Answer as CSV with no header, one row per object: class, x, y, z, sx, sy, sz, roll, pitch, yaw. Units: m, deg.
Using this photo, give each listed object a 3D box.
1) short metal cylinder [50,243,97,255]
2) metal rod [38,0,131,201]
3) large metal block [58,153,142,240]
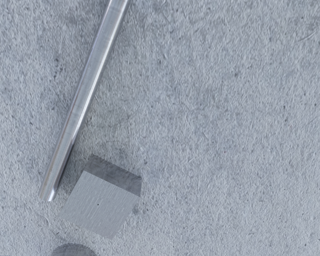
short metal cylinder,-0.139,0.228,0.479,0.081,0.050,0.079,0,110,0
metal rod,-0.101,-0.031,0.397,0.025,0.025,0.298,23,108,-8
large metal block,-0.081,0.095,0.431,0.080,0.050,0.080,28,108,-10
